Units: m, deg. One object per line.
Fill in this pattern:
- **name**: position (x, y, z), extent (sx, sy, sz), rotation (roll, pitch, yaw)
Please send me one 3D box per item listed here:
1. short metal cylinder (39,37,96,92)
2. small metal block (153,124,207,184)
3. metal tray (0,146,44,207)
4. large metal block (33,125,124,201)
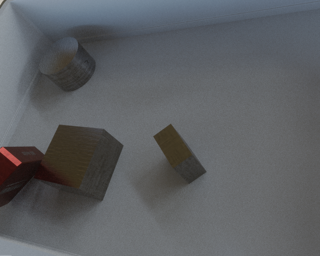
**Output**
- **short metal cylinder**: position (-0.161, -0.111, 0.539), extent (0.080, 0.050, 0.080), rotation (-13, 56, 20)
- **small metal block**: position (0.023, 0.030, 0.358), extent (0.025, 0.050, 0.050), rotation (-36, 51, 4)
- **metal tray**: position (-0.205, 0.068, 0.409), extent (0.030, 0.130, 0.090), rotation (42, 84, -2)
- **large metal block**: position (-0.107, 0.045, 0.417), extent (0.080, 0.050, 0.080), rotation (5, 64, 30)
